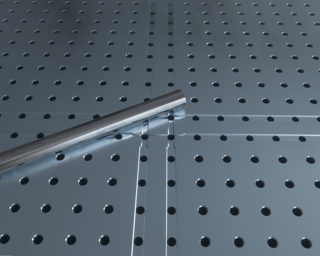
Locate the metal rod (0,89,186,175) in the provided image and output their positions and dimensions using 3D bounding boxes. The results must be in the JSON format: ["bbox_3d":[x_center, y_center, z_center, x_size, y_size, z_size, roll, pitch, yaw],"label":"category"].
[{"bbox_3d":[-0.103,0.009,0.399,0.302,0.025,0.025,-21,53,-17],"label":"metal rod"}]
